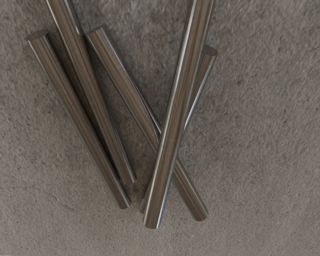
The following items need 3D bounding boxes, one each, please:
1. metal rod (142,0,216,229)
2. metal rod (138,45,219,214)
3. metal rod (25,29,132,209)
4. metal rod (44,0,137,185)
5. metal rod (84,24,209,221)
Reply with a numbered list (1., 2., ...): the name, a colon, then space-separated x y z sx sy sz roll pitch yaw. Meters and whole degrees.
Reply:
1. metal rod: 0.016 -0.005 0.355 0.025 0.025 0.298 8 115 -8
2. metal rod: 0.013 0.025 0.428 0.025 0.025 0.298 11 129 -10
3. metal rod: -0.093 0.013 0.417 0.025 0.025 0.299 -11 130 8
4. metal rod: -0.075 -0.035 0.376 0.025 0.025 0.298 -9 130 7
5. metal rod: -0.003 0.014 0.391 0.025 0.025 0.299 -20 119 16
